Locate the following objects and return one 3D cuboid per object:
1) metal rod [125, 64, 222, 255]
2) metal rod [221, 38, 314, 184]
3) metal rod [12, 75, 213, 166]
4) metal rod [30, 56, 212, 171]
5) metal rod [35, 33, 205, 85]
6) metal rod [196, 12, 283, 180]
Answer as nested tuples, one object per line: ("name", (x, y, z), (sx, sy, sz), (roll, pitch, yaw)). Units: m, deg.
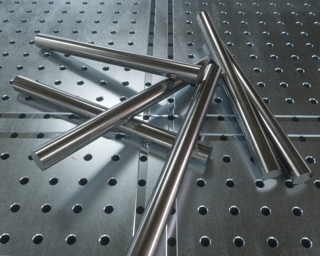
("metal rod", (0.026, 0.023, 0.353), (0.025, 0.025, 0.301), (16, 50, 13))
("metal rod", (0.127, -0.052, 0.452), (0.025, 0.025, 0.300), (-12, 51, -10))
("metal rod", (-0.075, -0.016, 0.420), (0.301, 0.025, 0.025), (20, 53, 16))
("metal rod", (-0.024, -0.034, 0.407), (0.025, 0.025, 0.302), (36, 50, 26))
("metal rod", (-0.076, -0.110, 0.470), (0.300, 0.025, 0.025), (17, 52, 25))
("metal rod", (0.102, -0.067, 0.446), (0.025, 0.025, 0.299), (-9, 56, -7))
